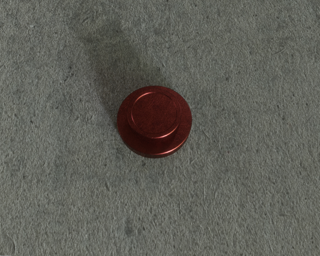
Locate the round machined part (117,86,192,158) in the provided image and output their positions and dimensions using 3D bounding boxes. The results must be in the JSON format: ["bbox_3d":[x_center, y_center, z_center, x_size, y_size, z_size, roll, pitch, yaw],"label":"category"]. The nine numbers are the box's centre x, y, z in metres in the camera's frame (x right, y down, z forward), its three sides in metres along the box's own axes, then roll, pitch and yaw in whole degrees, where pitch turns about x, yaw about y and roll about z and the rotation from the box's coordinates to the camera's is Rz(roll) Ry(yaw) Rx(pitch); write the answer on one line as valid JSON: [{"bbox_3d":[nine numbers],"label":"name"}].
[{"bbox_3d":[-0.007,-0.012,0.404,0.099,0.042,0.098,0,70,-1],"label":"round machined part"}]
